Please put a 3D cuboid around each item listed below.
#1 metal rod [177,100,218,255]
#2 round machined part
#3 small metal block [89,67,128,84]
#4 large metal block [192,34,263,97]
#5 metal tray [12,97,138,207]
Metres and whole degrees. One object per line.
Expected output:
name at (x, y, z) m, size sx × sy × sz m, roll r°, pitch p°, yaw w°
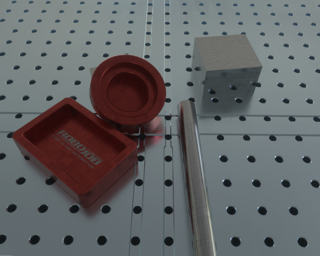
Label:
metal rod at (0.042, 0.084, 0.337) m, size 0.025 × 0.025 × 0.300 m, roll -1°, pitch 50°, yaw -2°
round machined part at (-0.045, -0.045, 0.417) m, size 0.099 × 0.042 × 0.098 m, roll 5°, pitch 73°, yaw -16°
small metal block at (-0.074, -0.070, 0.465) m, size 0.050 × 0.025 × 0.050 m, roll -14°, pitch 52°, yaw -12°
large metal block at (0.098, -0.097, 0.474) m, size 0.081 × 0.050 × 0.080 m, roll -6°, pitch 50°, yaw -5°
metal tray at (-0.104, 0.023, 0.383) m, size 0.130 × 0.030 × 0.090 m, roll 33°, pitch 57°, yaw 24°
